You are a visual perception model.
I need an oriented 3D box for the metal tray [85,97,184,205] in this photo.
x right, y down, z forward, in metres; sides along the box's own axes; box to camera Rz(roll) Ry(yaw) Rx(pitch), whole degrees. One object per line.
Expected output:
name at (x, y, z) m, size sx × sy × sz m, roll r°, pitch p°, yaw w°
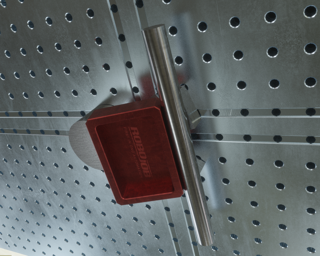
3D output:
metal tray at (-0.027, 0.033, 0.390) m, size 0.090 × 0.030 × 0.129 m, roll -11°, pitch 115°, yaw 11°

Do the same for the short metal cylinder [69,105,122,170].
short metal cylinder at (-0.082, 0.013, 0.443) m, size 0.080 × 0.050 × 0.079 m, roll 13°, pitch 124°, yaw 20°

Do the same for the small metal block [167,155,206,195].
small metal block at (0.027, 0.057, 0.430) m, size 0.050 × 0.025 × 0.050 m, roll 34°, pitch 129°, yaw 5°

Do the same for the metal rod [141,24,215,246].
metal rod at (0.029, 0.027, 0.379) m, size 0.025 × 0.025 × 0.298 m, roll -1°, pitch 118°, yaw 28°

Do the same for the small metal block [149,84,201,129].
small metal block at (0.016, -0.021, 0.389) m, size 0.050 × 0.025 × 0.050 m, roll -16°, pitch 110°, yaw 34°
